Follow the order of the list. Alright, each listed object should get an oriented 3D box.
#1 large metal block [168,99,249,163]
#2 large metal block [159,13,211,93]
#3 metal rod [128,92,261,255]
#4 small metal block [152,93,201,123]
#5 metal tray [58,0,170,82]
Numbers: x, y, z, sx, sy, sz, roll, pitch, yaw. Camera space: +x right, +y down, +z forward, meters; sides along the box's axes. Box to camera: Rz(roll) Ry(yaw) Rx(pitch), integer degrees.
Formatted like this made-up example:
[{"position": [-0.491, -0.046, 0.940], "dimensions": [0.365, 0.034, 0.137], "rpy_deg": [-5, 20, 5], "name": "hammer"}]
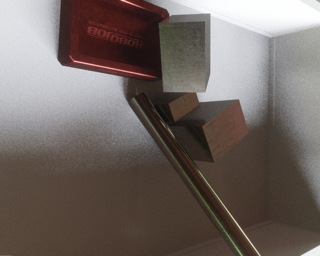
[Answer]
[{"position": [0.059, 0.002, 0.423], "dimensions": [0.081, 0.080, 0.050], "rpy_deg": [-33, 111, -35], "name": "large metal block"}, {"position": [0.035, -0.095, 0.385], "dimensions": [0.080, 0.050, 0.079], "rpy_deg": [-64, 153, -61], "name": "large metal block"}, {"position": [0.057, 0.084, 0.370], "dimensions": [0.025, 0.025, 0.299], "rpy_deg": [-31, 82, -36], "name": "metal rod"}, {"position": [0.015, -0.028, 0.405], "dimensions": [0.050, 0.050, 0.025], "rpy_deg": [-31, 110, -36], "name": "small metal block"}, {"position": [-0.048, -0.109, 0.363], "dimensions": [0.131, 0.030, 0.089], "rpy_deg": [4, 88, -40], "name": "metal tray"}]
